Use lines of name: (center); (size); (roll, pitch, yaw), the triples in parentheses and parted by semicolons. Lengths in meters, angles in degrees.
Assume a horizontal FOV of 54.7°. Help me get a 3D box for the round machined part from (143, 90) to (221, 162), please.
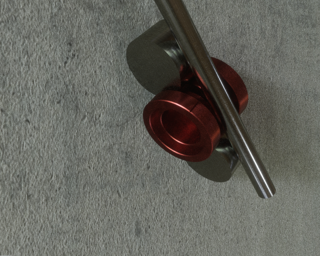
round machined part: (0.031, -0.007, 0.385); (0.042, 0.098, 0.098); (-49, 120, -33)

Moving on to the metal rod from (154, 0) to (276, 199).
metal rod: (0.075, -0.026, 0.367); (0.025, 0.025, 0.299); (-48, 119, -29)

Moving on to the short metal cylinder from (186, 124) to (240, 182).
short metal cylinder: (0.077, 0.030, 0.437); (0.050, 0.080, 0.080); (-47, 118, -30)

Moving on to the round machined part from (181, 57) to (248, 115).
round machined part: (0.064, -0.043, 0.414); (0.042, 0.098, 0.098); (-45, 117, -26)

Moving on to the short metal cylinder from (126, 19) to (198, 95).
short metal cylinder: (0.006, -0.084, 0.377); (0.050, 0.080, 0.080); (-47, 118, -30)
